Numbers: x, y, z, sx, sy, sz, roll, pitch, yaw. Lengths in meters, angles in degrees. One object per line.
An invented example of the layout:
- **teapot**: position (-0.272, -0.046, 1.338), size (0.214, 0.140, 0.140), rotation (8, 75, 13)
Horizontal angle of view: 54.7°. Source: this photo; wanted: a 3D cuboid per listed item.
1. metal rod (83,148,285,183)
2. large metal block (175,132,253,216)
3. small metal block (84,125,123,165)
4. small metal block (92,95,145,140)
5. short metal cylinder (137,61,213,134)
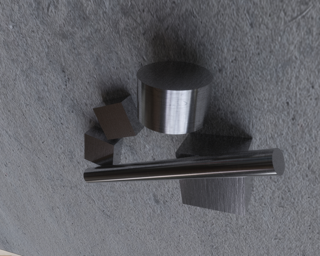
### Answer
- **metal rod**: position (-0.001, 0.052, 0.378), size (0.300, 0.025, 0.025), rotation (-12, 113, 43)
- **large metal block**: position (0.070, 0.055, 0.387), size (0.080, 0.050, 0.079), rotation (5, 121, 25)
- **small metal block**: position (-0.086, 0.030, 0.469), size (0.050, 0.025, 0.050), rotation (21, 126, 15)
- **small metal block**: position (-0.057, -0.014, 0.426), size (0.050, 0.025, 0.050), rotation (-9, 114, 31)
- **short metal cylinder**: position (0.015, -0.036, 0.340), size (0.080, 0.080, 0.050), rotation (15, 124, 19)
